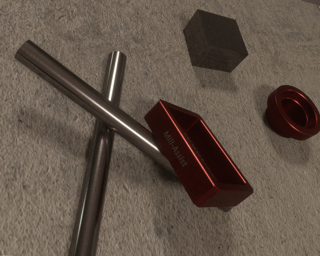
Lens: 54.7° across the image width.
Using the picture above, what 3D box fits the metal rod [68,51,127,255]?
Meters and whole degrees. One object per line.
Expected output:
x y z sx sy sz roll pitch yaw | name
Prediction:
-0.067 0.027 0.351 0.025 0.025 0.300 17 55 -19 | metal rod

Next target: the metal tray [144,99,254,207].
0.045 0.030 0.365 0.091 0.030 0.130 16 35 -49 | metal tray

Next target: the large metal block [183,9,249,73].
0.094 -0.147 0.531 0.081 0.050 0.080 4 60 -27 | large metal block

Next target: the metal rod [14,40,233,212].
-0.027 0.007 0.358 0.301 0.025 0.025 38 50 -14 | metal rod

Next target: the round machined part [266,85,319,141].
0.221 -0.022 0.528 0.099 0.042 0.098 14 56 -21 | round machined part
